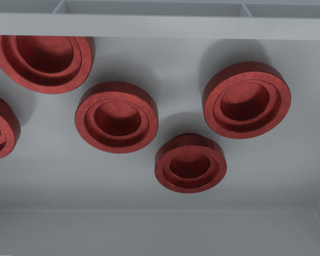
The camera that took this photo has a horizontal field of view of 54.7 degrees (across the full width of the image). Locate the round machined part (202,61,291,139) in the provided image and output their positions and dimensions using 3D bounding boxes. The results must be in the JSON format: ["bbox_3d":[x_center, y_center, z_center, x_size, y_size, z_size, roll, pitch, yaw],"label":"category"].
[{"bbox_3d":[0.099,-0.036,0.369,0.099,0.042,0.097,-1,130,0],"label":"round machined part"}]

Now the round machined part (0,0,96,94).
[{"bbox_3d":[-0.117,-0.087,0.322,0.099,0.042,0.097,-1,130,0],"label":"round machined part"}]

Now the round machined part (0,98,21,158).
[{"bbox_3d":[-0.226,-0.008,0.388,0.099,0.042,0.097,-1,130,0],"label":"round machined part"}]

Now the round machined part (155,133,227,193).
[{"bbox_3d":[0.042,0.046,0.438,0.099,0.042,0.097,-1,130,0],"label":"round machined part"}]

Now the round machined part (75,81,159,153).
[{"bbox_3d":[-0.051,-0.017,0.383,0.099,0.042,0.097,-1,130,0],"label":"round machined part"}]
